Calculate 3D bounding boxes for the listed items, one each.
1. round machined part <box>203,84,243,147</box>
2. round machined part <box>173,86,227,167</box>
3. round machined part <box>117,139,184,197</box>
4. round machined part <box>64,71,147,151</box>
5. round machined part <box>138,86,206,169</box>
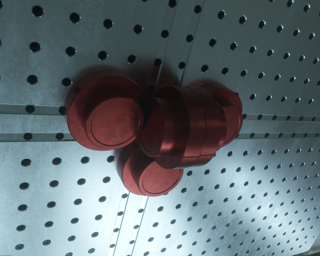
[{"bbox_3d":[0.077,-0.010,0.437,0.099,0.042,0.097,-14,125,-21],"label":"round machined part"},{"bbox_3d":[0.045,-0.002,0.382,0.042,0.098,0.097,-1,119,-29],"label":"round machined part"},{"bbox_3d":[-0.006,0.057,0.433,0.099,0.042,0.097,-14,125,-21],"label":"round machined part"},{"bbox_3d":[-0.058,-0.014,0.361,0.099,0.042,0.097,-14,125,-21],"label":"round machined part"},{"bbox_3d":[0.006,-0.001,0.360,0.042,0.098,0.097,1,118,-30],"label":"round machined part"}]
